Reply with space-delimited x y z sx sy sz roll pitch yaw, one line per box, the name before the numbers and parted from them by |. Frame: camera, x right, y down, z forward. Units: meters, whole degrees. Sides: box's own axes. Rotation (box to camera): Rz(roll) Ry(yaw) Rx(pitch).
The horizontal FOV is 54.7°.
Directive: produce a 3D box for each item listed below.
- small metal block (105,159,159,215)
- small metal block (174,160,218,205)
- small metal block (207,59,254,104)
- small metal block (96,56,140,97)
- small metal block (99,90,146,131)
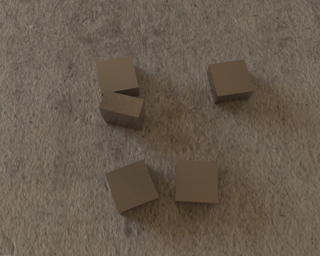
small metal block | -0.034 0.073 0.381 0.050 0.025 0.050 -20 71 -8
small metal block | 0.045 0.068 0.384 0.050 0.025 0.050 3 70 1
small metal block | 0.097 -0.065 0.433 0.050 0.025 0.050 -9 70 -4
small metal block | -0.059 -0.069 0.432 0.050 0.025 0.050 -11 71 -5
small metal block | -0.047 -0.021 0.402 0.050 0.050 0.025 14 71 4
